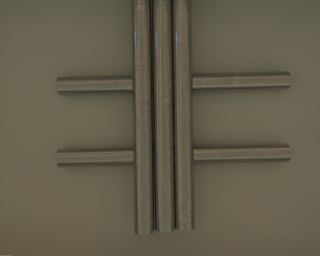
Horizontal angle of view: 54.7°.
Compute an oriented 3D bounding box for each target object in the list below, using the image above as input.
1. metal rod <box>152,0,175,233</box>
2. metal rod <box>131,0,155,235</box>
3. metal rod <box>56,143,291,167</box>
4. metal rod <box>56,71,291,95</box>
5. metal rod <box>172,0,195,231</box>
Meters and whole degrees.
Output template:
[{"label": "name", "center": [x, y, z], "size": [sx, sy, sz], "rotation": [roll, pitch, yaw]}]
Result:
[{"label": "metal rod", "center": [0.004, -0.023, 0.384], "size": [0.025, 0.025, 0.298], "rotation": [-1, 90, 0]}, {"label": "metal rod", "center": [-0.022, -0.021, 0.384], "size": [0.025, 0.025, 0.298], "rotation": [-1, 90, 0]}, {"label": "metal rod", "center": [0.018, 0.036, 0.410], "size": [0.302, 0.025, 0.025], "rotation": [-1, 90, 0]}, {"label": "metal rod", "center": [0.018, -0.059, 0.410], "size": [0.302, 0.025, 0.025], "rotation": [-1, 90, 0]}, {"label": "metal rod", "center": [0.029, -0.026, 0.384], "size": [0.025, 0.025, 0.298], "rotation": [-1, 90, 0]}]
